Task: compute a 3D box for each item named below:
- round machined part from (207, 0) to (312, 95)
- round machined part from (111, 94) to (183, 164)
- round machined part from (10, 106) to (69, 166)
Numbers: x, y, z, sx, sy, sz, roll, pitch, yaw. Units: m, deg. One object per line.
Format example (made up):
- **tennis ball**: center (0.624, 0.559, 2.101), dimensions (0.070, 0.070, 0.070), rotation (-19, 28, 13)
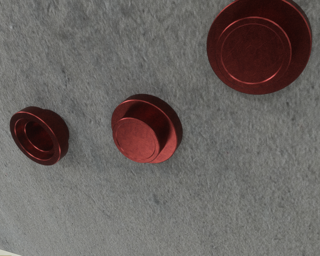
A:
- **round machined part**: center (0.092, -0.076, 0.299), dimensions (0.098, 0.042, 0.097), rotation (13, 124, 20)
- **round machined part**: center (-0.023, 0.007, 0.411), dimensions (0.098, 0.042, 0.097), rotation (13, 124, 20)
- **round machined part**: center (-0.187, 0.009, 0.497), dimensions (0.098, 0.042, 0.097), rotation (13, 124, 20)
